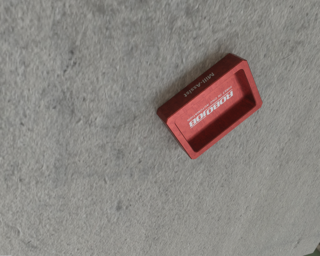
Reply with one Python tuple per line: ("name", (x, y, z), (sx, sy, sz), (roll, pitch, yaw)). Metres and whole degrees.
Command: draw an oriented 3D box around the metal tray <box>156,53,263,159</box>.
("metal tray", (0.071, -0.027, 0.424), (0.130, 0.030, 0.090), (-38, 129, -3))
